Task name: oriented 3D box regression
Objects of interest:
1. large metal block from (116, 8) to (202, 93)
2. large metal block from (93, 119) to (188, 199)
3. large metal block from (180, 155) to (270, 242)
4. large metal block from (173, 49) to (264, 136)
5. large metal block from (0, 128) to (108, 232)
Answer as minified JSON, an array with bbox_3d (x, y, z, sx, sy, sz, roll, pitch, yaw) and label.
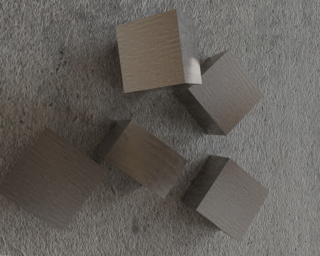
[{"bbox_3d":[-0.001,-0.087,0.372,0.050,0.080,0.080,-12,96,-61],"label":"large metal block"},{"bbox_3d":[-0.026,0.034,0.370,0.080,0.080,0.050,37,78,-16],"label":"large metal block"},{"bbox_3d":[0.089,0.095,0.429,0.080,0.050,0.080,39,78,-16],"label":"large metal block"},{"bbox_3d":[0.080,-0.046,0.425,0.080,0.050,0.080,-45,104,-14],"label":"large metal block"},{"bbox_3d":[-0.120,0.055,0.352,0.080,0.050,0.080,40,77,-16],"label":"large metal block"}]
